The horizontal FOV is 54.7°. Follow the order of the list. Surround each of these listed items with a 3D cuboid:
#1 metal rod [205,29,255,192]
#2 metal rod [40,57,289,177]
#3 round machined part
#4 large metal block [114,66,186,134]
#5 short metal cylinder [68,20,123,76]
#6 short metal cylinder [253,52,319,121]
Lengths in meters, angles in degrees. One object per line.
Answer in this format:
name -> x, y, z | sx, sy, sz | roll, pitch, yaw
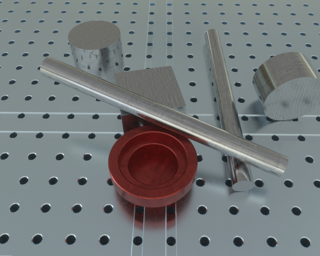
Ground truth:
metal rod -> 0.093, -0.049, 0.448 | 0.025, 0.025, 0.300 | 0, 50, -1
metal rod -> -0.001, -0.016, 0.360 | 0.301, 0.025, 0.025 | 23, 53, 7
round machined part -> -0.008, 0.047, 0.357 | 0.099, 0.042, 0.098 | 0, 50, 0
large metal block -> -0.015, -0.035, 0.420 | 0.081, 0.050, 0.080 | -9, 51, -8
short metal cylinder -> -0.102, -0.129, 0.499 | 0.080, 0.050, 0.080 | 0, 50, 0
short metal cylinder -> 0.173, -0.055, 0.419 | 0.081, 0.080, 0.050 | -4, 50, -4
